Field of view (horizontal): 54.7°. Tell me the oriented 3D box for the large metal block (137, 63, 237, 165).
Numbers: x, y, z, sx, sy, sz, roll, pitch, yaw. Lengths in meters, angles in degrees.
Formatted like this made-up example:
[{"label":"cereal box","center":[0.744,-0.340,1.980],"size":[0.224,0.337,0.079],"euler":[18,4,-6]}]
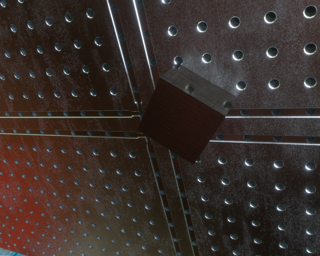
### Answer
[{"label":"large metal block","center":[0.030,-0.017,0.368],"size":[0.080,0.050,0.079],"euler":[32,128,7]}]
